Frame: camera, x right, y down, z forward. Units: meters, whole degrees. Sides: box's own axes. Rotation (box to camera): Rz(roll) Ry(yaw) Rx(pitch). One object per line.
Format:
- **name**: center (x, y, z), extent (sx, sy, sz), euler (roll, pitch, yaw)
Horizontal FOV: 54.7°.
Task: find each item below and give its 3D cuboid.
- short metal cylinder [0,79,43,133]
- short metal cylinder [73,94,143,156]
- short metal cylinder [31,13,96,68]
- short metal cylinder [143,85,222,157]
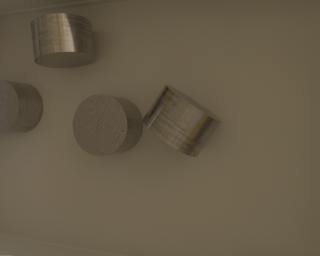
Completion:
- **short metal cylinder**: center (-0.231, -0.032, 0.479), extent (0.080, 0.050, 0.080), euler (0, 90, 20)
- **short metal cylinder**: center (-0.070, -0.004, 0.422), extent (0.080, 0.050, 0.080), euler (0, 90, 20)
- **short metal cylinder**: center (-0.133, -0.118, 0.428), extent (0.080, 0.080, 0.050), euler (-8, 88, 20)
- **short metal cylinder**: center (0.027, -0.009, 0.372), extent (0.080, 0.080, 0.050), euler (37, 102, 16)
